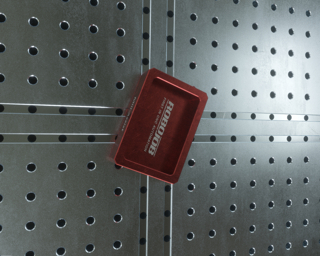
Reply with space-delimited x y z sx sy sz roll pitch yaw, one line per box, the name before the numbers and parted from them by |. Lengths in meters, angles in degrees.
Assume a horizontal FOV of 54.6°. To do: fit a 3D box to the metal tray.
metal tray | 0.000 -0.002 0.409 0.090 0.030 0.130 23 83 -19
